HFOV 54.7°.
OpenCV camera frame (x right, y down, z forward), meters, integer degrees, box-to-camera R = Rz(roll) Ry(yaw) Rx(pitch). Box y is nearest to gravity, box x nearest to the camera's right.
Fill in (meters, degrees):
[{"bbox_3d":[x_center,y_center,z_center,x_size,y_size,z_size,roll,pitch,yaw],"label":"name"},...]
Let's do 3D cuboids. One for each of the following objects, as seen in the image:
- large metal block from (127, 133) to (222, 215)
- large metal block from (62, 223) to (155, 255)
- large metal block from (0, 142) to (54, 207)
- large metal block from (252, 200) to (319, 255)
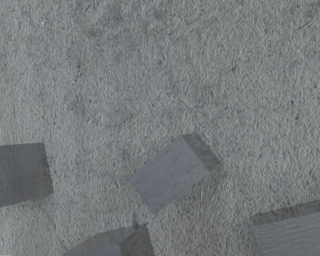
[{"bbox_3d":[0.021,0.051,0.372,0.080,0.080,0.050,-40,77,15],"label":"large metal block"},{"bbox_3d":[-0.063,0.167,0.402,0.080,0.080,0.050,-17,84,19],"label":"large metal block"},{"bbox_3d":[-0.210,0.067,0.454,0.050,0.080,0.080,-15,85,19],"label":"large metal block"},{"bbox_3d":[0.156,0.132,0.340,0.080,0.050,0.080,-20,84,19],"label":"large metal block"}]
